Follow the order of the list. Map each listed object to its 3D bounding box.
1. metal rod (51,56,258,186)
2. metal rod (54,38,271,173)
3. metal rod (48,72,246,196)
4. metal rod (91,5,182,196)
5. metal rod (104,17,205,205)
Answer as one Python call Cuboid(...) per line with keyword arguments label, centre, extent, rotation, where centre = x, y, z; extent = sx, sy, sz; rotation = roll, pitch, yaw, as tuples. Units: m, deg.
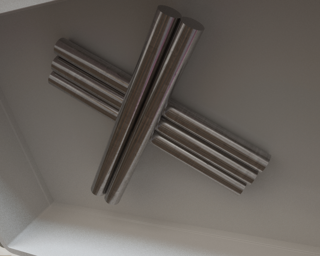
Cuboid(label="metal rod", centre=(-0.012, -0.015, 0.404), extent=(0.301, 0.025, 0.025), rotation=(30, 128, 8))
Cuboid(label="metal rod", centre=(-0.003, -0.033, 0.388), extent=(0.301, 0.025, 0.025), rotation=(30, 128, 8))
Cuboid(label="metal rod", centre=(-0.022, 0.002, 0.419), extent=(0.301, 0.025, 0.025), rotation=(30, 128, 8))
Cuboid(label="metal rod", centre=(-0.043, -0.008, 0.392), extent=(0.025, 0.025, 0.298), rotation=(32, 129, 7))
Cuboid(label="metal rod", centre=(-0.021, 0.004, 0.389), extent=(0.025, 0.025, 0.298), rotation=(32, 129, 7))
